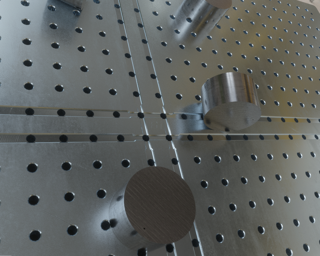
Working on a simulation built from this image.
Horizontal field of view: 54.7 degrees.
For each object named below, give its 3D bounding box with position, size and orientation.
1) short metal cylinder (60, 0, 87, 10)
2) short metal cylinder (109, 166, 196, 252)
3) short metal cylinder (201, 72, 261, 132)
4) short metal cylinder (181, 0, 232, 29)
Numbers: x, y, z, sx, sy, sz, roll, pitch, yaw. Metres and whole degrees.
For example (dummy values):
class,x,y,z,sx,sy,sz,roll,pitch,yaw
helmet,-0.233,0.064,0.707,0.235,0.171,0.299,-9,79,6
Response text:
class,x,y,z,sx,sy,sz,roll,pitch,yaw
short metal cylinder,-0.122,-0.217,0.441,0.050,0.080,0.080,21,54,-16
short metal cylinder,-0.009,0.088,0.335,0.081,0.050,0.080,14,56,-21
short metal cylinder,0.102,-0.036,0.452,0.081,0.080,0.050,12,57,-22
short metal cylinder,0.088,-0.236,0.586,0.081,0.050,0.080,14,56,-21
